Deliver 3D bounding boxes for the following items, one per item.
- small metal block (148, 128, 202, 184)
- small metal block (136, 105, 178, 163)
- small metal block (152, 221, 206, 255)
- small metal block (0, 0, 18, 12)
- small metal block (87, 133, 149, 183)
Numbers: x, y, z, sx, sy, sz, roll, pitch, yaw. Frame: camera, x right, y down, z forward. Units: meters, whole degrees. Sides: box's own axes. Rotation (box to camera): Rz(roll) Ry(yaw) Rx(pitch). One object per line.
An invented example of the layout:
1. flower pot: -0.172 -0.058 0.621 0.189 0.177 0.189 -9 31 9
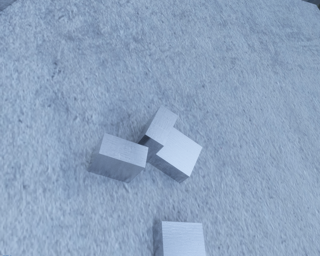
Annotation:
1. small metal block: 0.020 0.034 0.395 0.050 0.025 0.050 35 51 -6
2. small metal block: -0.007 0.008 0.380 0.025 0.050 0.050 33 51 -7
3. small metal block: 0.021 0.131 0.337 0.050 0.025 0.050 10 57 -23
4. small metal block: -0.219 -0.176 0.393 0.050 0.025 0.050 32 51 -8
5. small metal block: -0.047 0.035 0.342 0.050 0.050 0.025 20 54 -17
